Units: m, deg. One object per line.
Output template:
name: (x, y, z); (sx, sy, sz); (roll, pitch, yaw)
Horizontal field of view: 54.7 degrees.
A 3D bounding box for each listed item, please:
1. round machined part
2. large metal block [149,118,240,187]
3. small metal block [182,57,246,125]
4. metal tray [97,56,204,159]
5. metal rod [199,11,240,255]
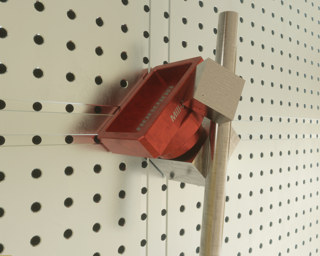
round machined part: (0.012, -0.001, 0.379); (0.042, 0.098, 0.098); (50, 60, -29)
large metal block: (0.045, 0.027, 0.410); (0.050, 0.080, 0.080); (51, 60, -29)
small metal block: (0.058, -0.039, 0.332); (0.050, 0.025, 0.050); (27, 70, -17)
metal tray: (-0.005, -0.026, 0.364); (0.030, 0.090, 0.130); (51, 60, -28)
metal rod: (0.070, 0.011, 0.366); (0.025, 0.025, 0.298); (9, 84, -40)
